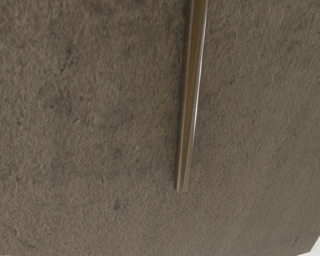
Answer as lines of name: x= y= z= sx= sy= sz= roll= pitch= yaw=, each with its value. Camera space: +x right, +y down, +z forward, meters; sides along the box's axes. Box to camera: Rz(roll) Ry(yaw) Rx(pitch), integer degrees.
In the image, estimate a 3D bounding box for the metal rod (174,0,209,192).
metal rod: x=0.038 y=-0.036 z=0.407 sx=0.025 sy=0.025 sz=0.298 roll=-12 pitch=124 yaw=-22
